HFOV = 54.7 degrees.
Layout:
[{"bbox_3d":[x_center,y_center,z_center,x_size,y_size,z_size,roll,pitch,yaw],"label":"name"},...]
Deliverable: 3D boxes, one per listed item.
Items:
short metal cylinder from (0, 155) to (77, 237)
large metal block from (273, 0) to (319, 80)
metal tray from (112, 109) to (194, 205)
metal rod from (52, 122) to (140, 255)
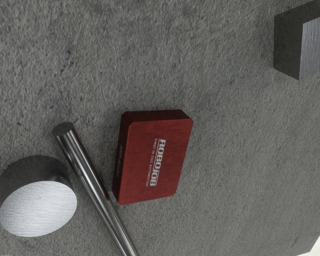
[{"bbox_3d":[-0.143,0.079,0.362,0.081,0.050,0.079,-14,125,-21],"label":"short metal cylinder"},{"bbox_3d":[0.208,-0.124,0.430,0.081,0.050,0.080,-24,128,-14],"label":"large metal block"},{"bbox_3d":[-0.012,0.040,0.423,0.091,0.030,0.129,-4,120,-27],"label":"metal tray"},{"bbox_3d":[-0.076,0.115,0.437,0.025,0.025,0.298,-26,128,-13],"label":"metal rod"}]
